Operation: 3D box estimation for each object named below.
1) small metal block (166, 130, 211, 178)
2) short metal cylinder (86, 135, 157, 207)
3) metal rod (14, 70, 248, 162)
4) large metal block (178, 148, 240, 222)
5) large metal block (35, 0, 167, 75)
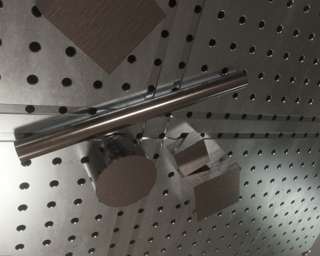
[{"bbox_3d":[0.043,0.039,0.461,0.050,0.025,0.050,-30,129,-10],"label":"small metal block"},{"bbox_3d":[-0.051,0.056,0.403,0.081,0.050,0.079,-14,124,-21],"label":"short metal cylinder"},{"bbox_3d":[-0.021,-0.021,0.387,0.302,0.025,0.025,-19,126,-18],"label":"metal rod"},{"bbox_3d":[0.079,0.091,0.497,0.081,0.050,0.079,-21,127,-16],"label":"large metal block"},{"bbox_3d":[-0.056,-0.113,0.296,0.080,0.050,0.080,-46,130,3],"label":"large metal block"}]
